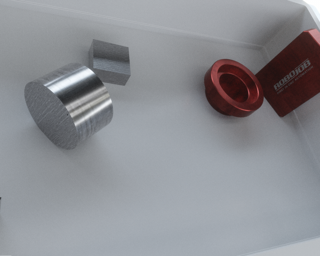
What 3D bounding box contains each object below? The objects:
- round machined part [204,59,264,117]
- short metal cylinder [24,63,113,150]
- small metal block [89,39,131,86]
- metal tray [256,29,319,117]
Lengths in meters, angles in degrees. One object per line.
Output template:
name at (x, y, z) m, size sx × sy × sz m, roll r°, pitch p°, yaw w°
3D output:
round machined part at (0.112, -0.059, 0.493) m, size 0.099 × 0.042 × 0.098 m, roll 14°, pitch 56°, yaw -21°
short metal cylinder at (-0.097, -0.023, 0.333) m, size 0.080 × 0.080 × 0.050 m, roll 47°, pitch 51°, yaw 4°
small metal block at (-0.070, -0.089, 0.424) m, size 0.050 × 0.025 × 0.050 m, roll 7°, pitch 59°, yaw -25°
metal tray at (0.229, -0.088, 0.518) m, size 0.030 × 0.129 × 0.090 m, roll -25°, pitch 76°, yaw -37°
